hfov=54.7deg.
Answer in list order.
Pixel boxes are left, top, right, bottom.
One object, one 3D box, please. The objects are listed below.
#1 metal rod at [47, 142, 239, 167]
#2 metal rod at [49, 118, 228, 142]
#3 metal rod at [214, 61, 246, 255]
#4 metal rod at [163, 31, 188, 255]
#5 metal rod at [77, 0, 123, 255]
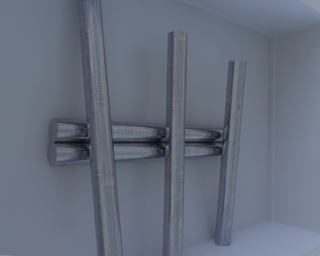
[{"bbox_3d":[0.006,0.031,0.412,0.302,0.025,0.025,2,89,-40],"label":"metal rod"},{"bbox_3d":[0.007,0.007,0.413,0.302,0.025,0.025,2,89,-40],"label":"metal rod"},{"bbox_3d":[0.104,0.052,0.466,0.025,0.025,0.298,-5,102,-40],"label":"metal rod"},{"bbox_3d":[0.019,0.030,0.391,0.025,0.025,0.298,2,89,-40],"label":"metal rod"},{"bbox_3d":[-0.064,-0.013,0.322,0.025,0.025,0.298,-1,83,-40],"label":"metal rod"}]
